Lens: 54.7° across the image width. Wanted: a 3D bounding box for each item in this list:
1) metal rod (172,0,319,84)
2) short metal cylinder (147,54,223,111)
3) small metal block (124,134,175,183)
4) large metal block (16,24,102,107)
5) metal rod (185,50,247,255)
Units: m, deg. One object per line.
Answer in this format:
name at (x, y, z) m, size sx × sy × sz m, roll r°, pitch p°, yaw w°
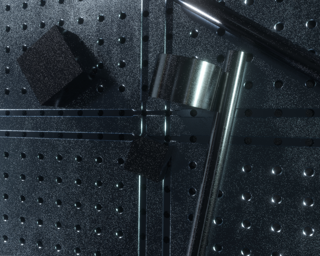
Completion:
metal rod at (0.140, -0.094, 0.363) m, size 0.300 × 0.025 × 0.025 m, roll 36°, pitch 101°, yaw 16°
short metal cylinder at (0.030, -0.054, 0.372) m, size 0.080 × 0.080 × 0.050 m, roll 15°, pitch 95°, yaw 19°
small metal block at (-0.014, 0.039, 0.417) m, size 0.050 × 0.025 × 0.050 m, roll 19°, pitch 96°, yaw 18°
large metal block at (-0.145, -0.086, 0.449) m, size 0.080 × 0.050 × 0.080 m, roll -34°, pitch 79°, yaw 16°
metal rod at (0.066, 0.054, 0.388) m, size 0.025 × 0.025 × 0.298 m, roll 12°, pitch 94°, yaw 19°
